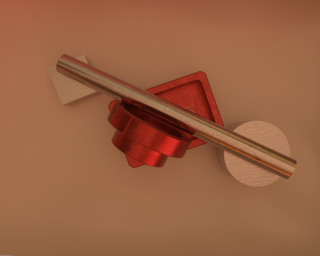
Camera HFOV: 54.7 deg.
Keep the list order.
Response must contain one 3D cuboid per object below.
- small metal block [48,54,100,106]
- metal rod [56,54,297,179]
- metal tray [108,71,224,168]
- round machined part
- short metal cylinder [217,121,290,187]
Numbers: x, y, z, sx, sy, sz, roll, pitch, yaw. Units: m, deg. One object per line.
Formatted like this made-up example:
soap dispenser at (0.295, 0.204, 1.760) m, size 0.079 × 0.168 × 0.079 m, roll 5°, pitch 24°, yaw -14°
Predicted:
small metal block at (-0.111, -0.062, 0.408) m, size 0.050 × 0.025 × 0.050 m, roll -22°, pitch 90°, yaw -1°
metal rod at (0.014, -0.016, 0.369) m, size 0.301 × 0.025 × 0.025 m, roll 25°, pitch 90°, yaw 6°
metal tray at (0.009, -0.011, 0.407) m, size 0.131 × 0.030 × 0.090 m, roll -19°, pitch 90°, yaw -1°
round machined part at (-0.017, 0.011, 0.360) m, size 0.098 × 0.098 × 0.042 m, roll 28°, pitch 98°, yaw -1°
short metal cylinder at (0.117, 0.031, 0.399) m, size 0.081 × 0.050 × 0.079 m, roll 0°, pitch 90°, yaw -1°
